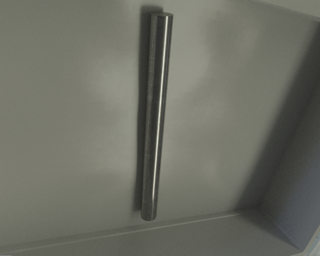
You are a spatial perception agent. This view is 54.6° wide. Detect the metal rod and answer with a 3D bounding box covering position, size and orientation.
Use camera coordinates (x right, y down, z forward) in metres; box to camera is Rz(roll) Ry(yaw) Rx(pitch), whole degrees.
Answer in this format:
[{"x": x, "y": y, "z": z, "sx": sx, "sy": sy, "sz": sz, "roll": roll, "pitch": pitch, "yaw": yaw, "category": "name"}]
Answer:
[{"x": -0.008, "y": 0.006, "z": 0.407, "sx": 0.025, "sy": 0.025, "sz": 0.298, "roll": -10, "pitch": 123, "yaw": -23, "category": "metal rod"}]
